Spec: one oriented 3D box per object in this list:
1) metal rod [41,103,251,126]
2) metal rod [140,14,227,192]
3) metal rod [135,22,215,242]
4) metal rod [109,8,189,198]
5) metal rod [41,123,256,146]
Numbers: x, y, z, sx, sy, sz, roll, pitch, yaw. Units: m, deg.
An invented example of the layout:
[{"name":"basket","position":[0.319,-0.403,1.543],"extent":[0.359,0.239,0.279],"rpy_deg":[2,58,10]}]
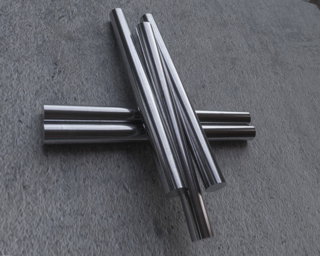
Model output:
[{"name":"metal rod","position":[0.002,-0.015,0.418],"extent":[0.303,0.025,0.025],"rpy_deg":[0,62,-29]},{"name":"metal rod","position":[0.021,-0.054,0.424],"extent":[0.025,0.025,0.299],"rpy_deg":[0,54,-29]},{"name":"metal rod","position":[0.011,-0.014,0.388],"extent":[0.025,0.025,0.299],"rpy_deg":[0,62,-29]},{"name":"metal rod","position":[-0.024,-0.053,0.399],"extent":[0.025,0.025,0.299],"rpy_deg":[0,54,-29]},{"name":"metal rod","position":[0.006,0.007,0.407],"extent":[0.303,0.025,0.025],"rpy_deg":[0,62,-29]}]
